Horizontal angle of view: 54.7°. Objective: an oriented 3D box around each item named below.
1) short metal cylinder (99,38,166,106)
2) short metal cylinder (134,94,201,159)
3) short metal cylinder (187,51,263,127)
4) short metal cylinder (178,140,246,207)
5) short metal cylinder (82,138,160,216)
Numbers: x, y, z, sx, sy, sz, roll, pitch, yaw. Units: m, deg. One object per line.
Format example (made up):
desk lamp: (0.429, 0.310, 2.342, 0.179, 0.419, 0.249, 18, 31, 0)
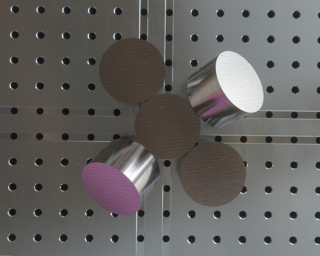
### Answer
short metal cylinder: (-0.034, -0.070, 0.400, 0.081, 0.050, 0.079, 0, 90, -1)
short metal cylinder: (0.009, -0.002, 0.401, 0.081, 0.050, 0.079, 0, 90, -1)
short metal cylinder: (0.080, -0.047, 0.382, 0.081, 0.050, 0.080, 16, 61, -31)
short metal cylinder: (0.065, 0.056, 0.402, 0.081, 0.050, 0.079, 0, 90, -1)
short metal cylinder: (-0.047, 0.060, 0.380, 0.080, 0.050, 0.079, 15, 127, 21)
